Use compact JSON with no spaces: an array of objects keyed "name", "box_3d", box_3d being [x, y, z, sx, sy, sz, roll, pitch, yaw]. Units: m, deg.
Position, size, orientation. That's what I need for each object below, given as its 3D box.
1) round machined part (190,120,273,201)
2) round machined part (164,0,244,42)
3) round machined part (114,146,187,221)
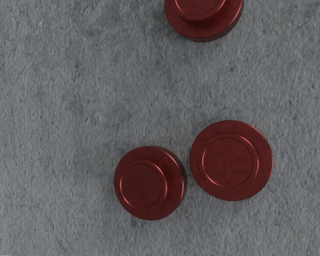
[{"name":"round machined part","box_3d":[0.083,0.039,0.370,0.098,0.042,0.097,0,90,19]},{"name":"round machined part","box_3d":[0.052,-0.159,0.381,0.098,0.042,0.097,0,90,19]},{"name":"round machined part","box_3d":[-0.017,0.073,0.405,0.098,0.042,0.097,0,90,19]}]
